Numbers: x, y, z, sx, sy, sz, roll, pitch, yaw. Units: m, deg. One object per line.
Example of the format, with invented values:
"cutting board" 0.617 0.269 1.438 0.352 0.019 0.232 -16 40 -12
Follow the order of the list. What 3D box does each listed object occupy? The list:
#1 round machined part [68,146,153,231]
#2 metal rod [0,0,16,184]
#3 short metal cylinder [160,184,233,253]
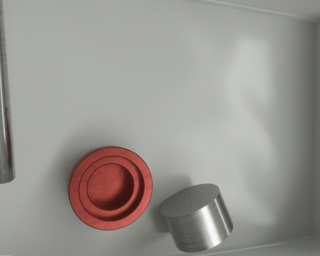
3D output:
"round machined part" -0.062 0.070 0.379 0.099 0.042 0.097 0 90 -21
"metal rod" -0.155 -0.077 0.284 0.025 0.025 0.298 -1 118 -20
"short metal cylinder" 0.047 0.114 0.400 0.081 0.080 0.050 -25 99 -19
